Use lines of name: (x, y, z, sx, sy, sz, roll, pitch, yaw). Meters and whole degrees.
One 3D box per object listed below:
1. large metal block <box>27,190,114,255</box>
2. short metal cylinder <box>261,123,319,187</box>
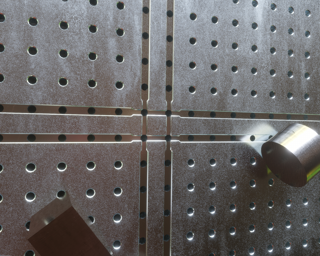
large metal block: (-0.099, 0.124, 0.347, 0.050, 0.080, 0.080, -37, 102, -16)
short metal cylinder: (0.198, 0.040, 0.456, 0.050, 0.080, 0.080, -33, 101, -17)
